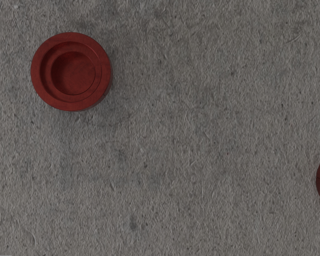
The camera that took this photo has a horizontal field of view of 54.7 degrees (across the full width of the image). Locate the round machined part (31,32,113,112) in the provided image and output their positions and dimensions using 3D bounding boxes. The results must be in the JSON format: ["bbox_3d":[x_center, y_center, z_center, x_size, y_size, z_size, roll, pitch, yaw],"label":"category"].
[{"bbox_3d":[-0.110,-0.069,0.400,0.099,0.042,0.097,0,90,0],"label":"round machined part"}]

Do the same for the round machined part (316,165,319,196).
[{"bbox_3d":[0.262,0.072,0.403,0.099,0.042,0.097,0,90,0],"label":"round machined part"}]
